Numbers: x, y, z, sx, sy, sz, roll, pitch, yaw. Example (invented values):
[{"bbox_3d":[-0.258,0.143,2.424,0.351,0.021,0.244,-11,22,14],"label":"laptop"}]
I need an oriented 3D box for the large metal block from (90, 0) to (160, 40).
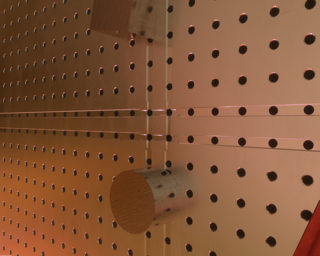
[{"bbox_3d":[-0.048,-0.171,0.433,0.080,0.050,0.079,17,101,38],"label":"large metal block"}]

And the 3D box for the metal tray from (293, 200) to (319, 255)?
[{"bbox_3d":[0.184,0.125,0.254,0.130,0.030,0.089,28,107,36],"label":"metal tray"}]

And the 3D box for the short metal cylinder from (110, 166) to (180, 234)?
[{"bbox_3d":[-0.021,0.093,0.410,0.080,0.050,0.079,0,90,40],"label":"short metal cylinder"}]
